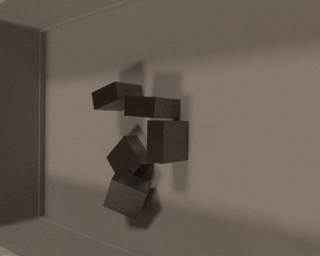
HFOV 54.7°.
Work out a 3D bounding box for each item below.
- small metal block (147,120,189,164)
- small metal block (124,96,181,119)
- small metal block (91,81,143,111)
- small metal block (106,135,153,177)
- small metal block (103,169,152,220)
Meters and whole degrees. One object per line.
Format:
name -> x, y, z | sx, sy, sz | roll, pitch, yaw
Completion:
small metal block -> 0.010, 0.016, 0.380 | 0.025, 0.050, 0.050 | 2, 91, 40
small metal block -> -0.009, -0.026, 0.396 | 0.050, 0.050, 0.025 | 6, 94, 39
small metal block -> -0.059, -0.043, 0.437 | 0.050, 0.050, 0.025 | -17, 80, 38
small metal block -> -0.043, 0.045, 0.440 | 0.050, 0.025, 0.050 | -49, 62, 29
small metal block -> -0.044, 0.090, 0.420 | 0.050, 0.025, 0.050 | 22, 119, 3
